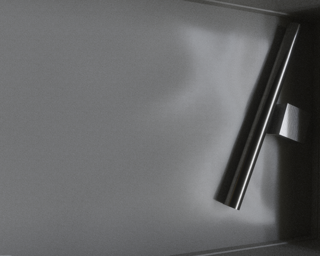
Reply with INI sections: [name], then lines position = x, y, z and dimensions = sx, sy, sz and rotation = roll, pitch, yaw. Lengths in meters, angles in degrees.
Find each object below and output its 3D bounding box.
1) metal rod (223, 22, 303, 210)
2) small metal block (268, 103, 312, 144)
[metal rod]
position = 0.158, -0.023, 0.470
dimensions = 0.025, 0.025, 0.299
rotation = 24, 82, -19
[small metal block]
position = 0.205, -0.006, 0.488
dimensions = 0.050, 0.025, 0.050
rotation = 19, 83, -19
